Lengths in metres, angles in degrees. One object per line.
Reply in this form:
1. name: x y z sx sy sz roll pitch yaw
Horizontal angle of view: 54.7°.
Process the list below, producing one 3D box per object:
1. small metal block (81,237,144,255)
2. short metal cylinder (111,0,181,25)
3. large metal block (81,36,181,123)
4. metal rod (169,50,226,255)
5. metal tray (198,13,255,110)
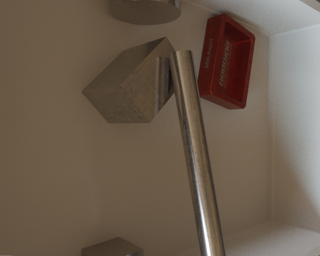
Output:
1. small metal block: -0.053 0.148 0.348 0.050 0.050 0.025 -4 93 -40
2. short metal cylinder: -0.016 -0.157 0.359 0.081 0.080 0.050 0 91 -40
3. large metal block: -0.028 -0.051 0.349 0.080 0.080 0.050 -52 121 -27
4. metal rod: 0.044 0.070 0.313 0.025 0.025 0.298 -6 85 -40
5. metal tray: 0.107 -0.103 0.495 0.091 0.030 0.129 17 79 -39
